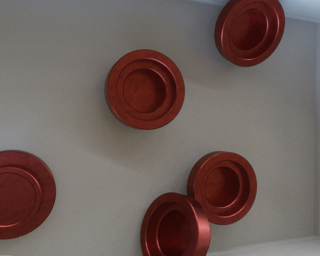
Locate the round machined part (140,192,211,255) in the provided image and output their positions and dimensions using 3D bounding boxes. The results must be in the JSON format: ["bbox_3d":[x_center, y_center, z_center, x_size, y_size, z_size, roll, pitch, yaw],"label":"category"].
[{"bbox_3d":[0.023,0.132,0.384,0.042,0.098,0.098,23,82,-39],"label":"round machined part"}]

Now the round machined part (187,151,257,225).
[{"bbox_3d":[0.082,0.081,0.432,0.099,0.042,0.097,0,90,-20],"label":"round machined part"}]

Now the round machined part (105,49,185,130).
[{"bbox_3d":[-0.022,-0.047,0.393,0.099,0.042,0.097,0,90,-20],"label":"round machined part"}]

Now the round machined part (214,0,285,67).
[{"bbox_3d":[0.119,-0.138,0.432,0.099,0.042,0.097,-10,121,-17],"label":"round machined part"}]

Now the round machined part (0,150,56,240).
[{"bbox_3d":[-0.166,0.074,0.340,0.099,0.042,0.097,0,90,-20],"label":"round machined part"}]
